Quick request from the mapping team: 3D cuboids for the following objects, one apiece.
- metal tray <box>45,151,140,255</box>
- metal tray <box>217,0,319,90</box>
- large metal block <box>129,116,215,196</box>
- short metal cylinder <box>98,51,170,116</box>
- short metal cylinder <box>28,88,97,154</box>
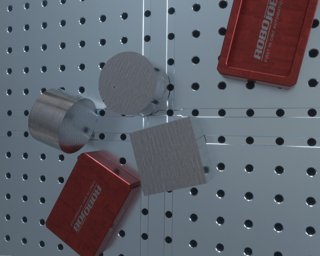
[{"bbox_3d":[-0.098,0.110,0.444,0.090,0.030,0.129,32,100,17],"label":"metal tray"},{"bbox_3d":[0.128,-0.118,0.364,0.090,0.030,0.129,15,95,19],"label":"metal tray"},{"bbox_3d":[0.016,0.035,0.393,0.080,0.050,0.080,-16,85,19],"label":"large metal block"},{"bbox_3d":[-0.033,-0.056,0.411,0.080,0.050,0.079,0,90,20],"label":"short metal cylinder"},{"bbox_3d":[-0.133,-0.010,0.430,0.050,0.080,0.080,20,97,19],"label":"short metal cylinder"}]
